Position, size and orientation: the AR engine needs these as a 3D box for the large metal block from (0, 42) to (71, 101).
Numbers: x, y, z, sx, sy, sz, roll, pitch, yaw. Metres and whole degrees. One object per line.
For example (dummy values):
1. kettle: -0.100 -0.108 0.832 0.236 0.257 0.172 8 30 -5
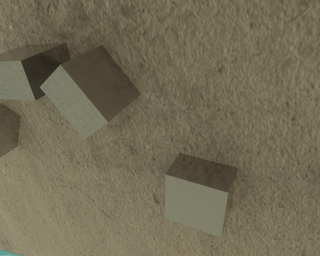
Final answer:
1. large metal block: -0.175 -0.077 0.414 0.080 0.080 0.050 4 120 26

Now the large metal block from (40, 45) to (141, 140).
1. large metal block: -0.083 -0.046 0.385 0.050 0.080 0.080 -31 101 38

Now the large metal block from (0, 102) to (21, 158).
1. large metal block: -0.298 -0.002 0.543 0.080 0.050 0.079 32 128 6

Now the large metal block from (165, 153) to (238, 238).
1. large metal block: 0.054 0.089 0.417 0.080 0.050 0.079 13 124 20
